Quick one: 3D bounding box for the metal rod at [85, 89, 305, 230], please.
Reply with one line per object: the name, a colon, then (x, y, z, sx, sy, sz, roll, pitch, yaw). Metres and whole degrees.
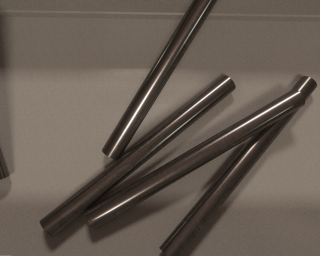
metal rod: (0.047, 0.035, 0.383, 0.301, 0.025, 0.025, -30, 73, -5)

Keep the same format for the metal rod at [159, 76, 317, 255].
metal rod: (0.108, 0.041, 0.395, 0.025, 0.025, 0.301, 40, 74, 13)

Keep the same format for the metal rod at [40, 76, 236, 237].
metal rod: (-0.018, 0.028, 0.399, 0.301, 0.025, 0.025, -38, 75, -13)

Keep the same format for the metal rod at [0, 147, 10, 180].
metal rod: (-0.241, -0.079, 0.373, 0.025, 0.025, 0.298, -16, 95, -6)

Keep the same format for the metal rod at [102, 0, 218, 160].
metal rod: (0.015, -0.091, 0.380, 0.025, 0.025, 0.299, 34, 97, 11)
